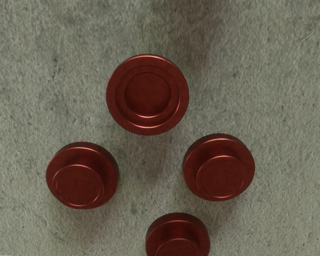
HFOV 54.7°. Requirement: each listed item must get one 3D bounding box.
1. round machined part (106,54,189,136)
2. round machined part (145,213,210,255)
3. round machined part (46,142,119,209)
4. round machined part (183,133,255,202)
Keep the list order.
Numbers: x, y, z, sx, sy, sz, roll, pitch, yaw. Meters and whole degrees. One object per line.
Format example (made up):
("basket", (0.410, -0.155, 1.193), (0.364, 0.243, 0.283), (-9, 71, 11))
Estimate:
("round machined part", (-0.015, -0.043, 0.385), (0.099, 0.042, 0.097), (0, 110, -1))
("round machined part", (0.027, 0.181, 0.468), (0.099, 0.042, 0.097), (0, 110, -1))
("round machined part", (-0.108, 0.071, 0.426), (0.099, 0.042, 0.097), (0, 110, -1))
("round machined part", (0.082, 0.060, 0.424), (0.099, 0.042, 0.097), (0, 110, -1))
